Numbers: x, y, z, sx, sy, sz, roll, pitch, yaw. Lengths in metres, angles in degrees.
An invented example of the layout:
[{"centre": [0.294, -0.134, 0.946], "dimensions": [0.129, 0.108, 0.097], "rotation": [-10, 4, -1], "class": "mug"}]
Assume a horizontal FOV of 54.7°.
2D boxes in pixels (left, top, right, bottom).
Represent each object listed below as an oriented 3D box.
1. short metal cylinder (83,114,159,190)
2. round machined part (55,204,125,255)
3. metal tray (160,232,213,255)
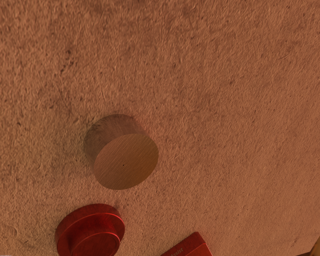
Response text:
[{"centre": [-0.049, 0.029, 0.384], "dimensions": [0.081, 0.050, 0.079], "rotation": [-14, 125, -21], "class": "short metal cylinder"}, {"centre": [-0.096, 0.160, 0.444], "dimensions": [0.099, 0.042, 0.097], "rotation": [-14, 125, -21], "class": "round machined part"}, {"centre": [0.037, 0.265, 0.590], "dimensions": [0.131, 0.030, 0.090], "rotation": [-32, 129, -8], "class": "metal tray"}]
